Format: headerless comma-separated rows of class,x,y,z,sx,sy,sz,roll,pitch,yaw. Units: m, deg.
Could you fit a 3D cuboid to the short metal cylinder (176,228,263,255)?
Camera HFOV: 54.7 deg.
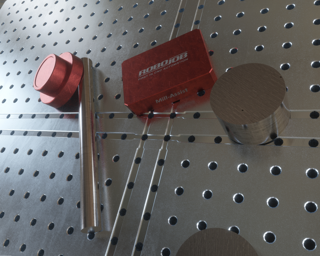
short metal cylinder,0.057,0.136,0.279,0.080,0.050,0.080,-13,56,21

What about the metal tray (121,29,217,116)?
metal tray,0.010,-0.081,0.450,0.130,0.030,0.090,-20,54,16

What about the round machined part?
round machined part,-0.178,-0.087,0.527,0.098,0.042,0.098,-22,56,36

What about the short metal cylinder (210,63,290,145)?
short metal cylinder,0.103,-0.027,0.354,0.080,0.050,0.080,-13,56,21

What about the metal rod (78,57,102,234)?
metal rod,-0.108,0.004,0.462,0.025,0.025,0.299,-22,53,15
